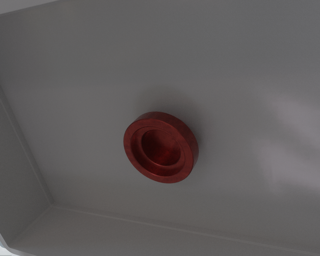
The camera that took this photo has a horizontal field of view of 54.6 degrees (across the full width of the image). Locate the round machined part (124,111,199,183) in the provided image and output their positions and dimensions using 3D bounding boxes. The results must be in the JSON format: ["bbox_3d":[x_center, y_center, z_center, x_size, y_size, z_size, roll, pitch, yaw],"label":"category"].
[{"bbox_3d":[0.005,0.022,0.409,0.098,0.042,0.097,13,124,21],"label":"round machined part"}]
